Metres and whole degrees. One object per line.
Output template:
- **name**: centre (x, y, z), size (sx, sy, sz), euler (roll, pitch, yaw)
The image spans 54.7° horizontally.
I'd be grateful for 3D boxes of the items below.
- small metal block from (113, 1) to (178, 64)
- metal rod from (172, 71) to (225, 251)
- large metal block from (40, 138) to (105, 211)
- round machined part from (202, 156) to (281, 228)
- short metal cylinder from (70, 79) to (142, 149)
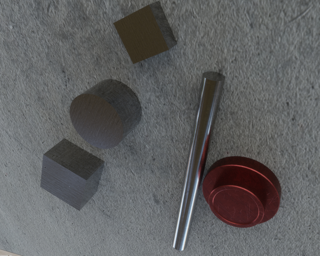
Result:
- **small metal block**: centre (-0.016, -0.106, 0.348), size (0.050, 0.025, 0.050), euler (-14, 112, 33)
- **metal rod**: centre (0.046, 0.066, 0.422), size (0.025, 0.025, 0.298), euler (18, 126, 17)
- **large metal block**: centre (-0.146, 0.077, 0.513), size (0.080, 0.050, 0.079), euler (29, 128, 9)
- **round machined part**: centre (0.101, 0.088, 0.397), size (0.098, 0.042, 0.097), euler (13, 124, 20)
- **short metal cylinder**: centre (-0.072, -0.019, 0.415), size (0.080, 0.050, 0.079), euler (13, 124, 20)
